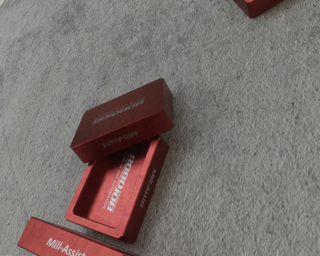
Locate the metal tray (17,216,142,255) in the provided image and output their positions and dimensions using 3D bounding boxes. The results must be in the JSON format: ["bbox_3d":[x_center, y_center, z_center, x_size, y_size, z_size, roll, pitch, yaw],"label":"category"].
[{"bbox_3d":[-0.067,0.131,0.316,0.130,0.090,0.030,7,66,31],"label":"metal tray"}]

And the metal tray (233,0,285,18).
[{"bbox_3d":[0.168,-0.226,0.451,0.130,0.030,0.090,-30,52,9],"label":"metal tray"}]

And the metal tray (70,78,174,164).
[{"bbox_3d":[-0.048,-0.011,0.412,0.130,0.030,0.090,-22,31,15],"label":"metal tray"}]

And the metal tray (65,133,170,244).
[{"bbox_3d":[-0.052,0.065,0.387,0.090,0.030,0.130,7,65,31],"label":"metal tray"}]
